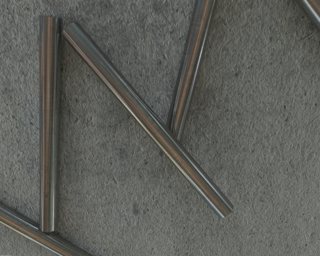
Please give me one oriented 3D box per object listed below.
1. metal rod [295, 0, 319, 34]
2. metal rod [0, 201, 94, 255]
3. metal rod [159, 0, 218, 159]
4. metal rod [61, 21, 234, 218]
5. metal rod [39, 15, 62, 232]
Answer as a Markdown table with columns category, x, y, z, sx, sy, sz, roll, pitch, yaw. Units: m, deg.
| category | x | y | z | sx | sy | sz | roll | pitch | yaw |
| --- | --- | --- | --- | --- | --- | --- | --- | --- | --- |
| metal rod | 0.201 | -0.120 | 0.367 | 0.025 | 0.025 | 0.300 | -42 | 105 | 14 |
| metal rod | -0.174 | 0.167 | 0.469 | 0.301 | 0.025 | 0.025 | 36 | 106 | -13 |
| metal rod | 0.043 | -0.099 | 0.373 | 0.025 | 0.025 | 0.298 | 11 | 110 | -4 |
| metal rod | -0.010 | -0.004 | 0.385 | 0.025 | 0.025 | 0.300 | -39 | 98 | 13 |
| metal rod | -0.147 | 0.009 | 0.411 | 0.025 | 0.025 | 0.298 | 7 | 110 | -3 |
